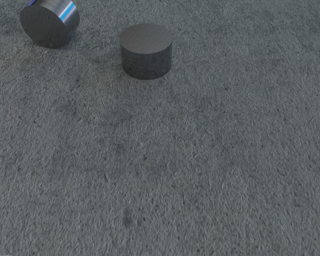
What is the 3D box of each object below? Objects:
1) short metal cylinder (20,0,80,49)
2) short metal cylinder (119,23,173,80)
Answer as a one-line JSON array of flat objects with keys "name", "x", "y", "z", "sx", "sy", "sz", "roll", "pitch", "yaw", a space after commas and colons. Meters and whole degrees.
[{"name": "short metal cylinder", "x": -0.182, "y": -0.181, "z": 0.518, "sx": 0.080, "sy": 0.080, "sz": 0.050, "roll": 10, "pitch": 51, "yaw": 8}, {"name": "short metal cylinder", "x": -0.021, "y": -0.121, "z": 0.488, "sx": 0.080, "sy": 0.050, "sz": 0.080, "roll": 0, "pitch": 50, "yaw": 0}]
